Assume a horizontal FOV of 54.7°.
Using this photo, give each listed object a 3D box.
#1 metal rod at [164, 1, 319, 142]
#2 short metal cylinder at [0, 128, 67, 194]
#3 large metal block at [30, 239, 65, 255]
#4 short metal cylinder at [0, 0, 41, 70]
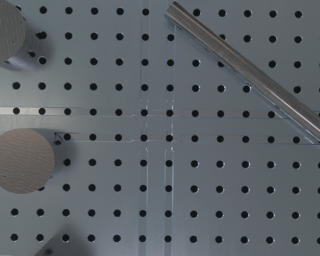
[{"bbox_3d":[0.131,-0.065,0.414,0.300,0.025,0.025,39,90,0],"label":"metal rod"},{"bbox_3d":[-0.168,0.040,0.400,0.081,0.050,0.080,0,90,0],"label":"short metal cylinder"},{"bbox_3d":[-0.143,0.198,0.385,0.050,0.080,0.080,-40,90,0],"label":"large metal block"},{"bbox_3d":[-0.203,-0.118,0.399,0.081,0.050,0.080,0,90,0],"label":"short metal cylinder"}]
